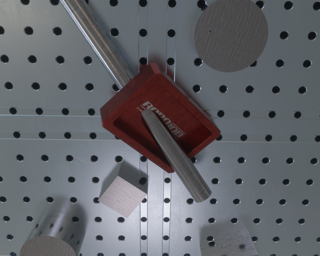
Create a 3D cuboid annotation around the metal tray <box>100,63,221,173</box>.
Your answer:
[{"bbox_3d":[0.003,-0.006,0.385,0.090,0.030,0.130,-41,126,13],"label":"metal tray"}]

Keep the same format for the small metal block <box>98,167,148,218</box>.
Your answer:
[{"bbox_3d":[-0.053,0.094,0.447,0.050,0.025,0.050,35,106,-12],"label":"small metal block"}]

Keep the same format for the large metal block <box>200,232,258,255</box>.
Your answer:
[{"bbox_3d":[0.115,0.220,0.482,0.080,0.050,0.080,-18,109,6],"label":"large metal block"}]

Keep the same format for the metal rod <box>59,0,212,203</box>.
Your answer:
[{"bbox_3d":[-0.025,-0.033,0.380,0.025,0.025,0.299,-32,100,11],"label":"metal rod"}]

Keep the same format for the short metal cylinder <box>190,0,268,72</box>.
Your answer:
[{"bbox_3d":[0.077,-0.109,0.361,0.081,0.050,0.079,0,110,0],"label":"short metal cylinder"}]

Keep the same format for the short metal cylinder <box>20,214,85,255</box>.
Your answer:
[{"bbox_3d":[-0.159,0.177,0.464,0.081,0.050,0.079,0,110,0],"label":"short metal cylinder"}]
